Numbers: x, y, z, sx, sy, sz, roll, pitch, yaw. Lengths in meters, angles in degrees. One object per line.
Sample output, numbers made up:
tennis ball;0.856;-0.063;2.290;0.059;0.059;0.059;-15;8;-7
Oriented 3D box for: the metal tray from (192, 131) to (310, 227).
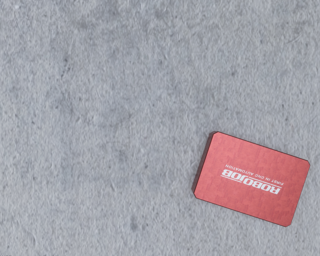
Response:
metal tray;0.117;0.065;0.408;0.131;0.030;0.090;18;90;0
